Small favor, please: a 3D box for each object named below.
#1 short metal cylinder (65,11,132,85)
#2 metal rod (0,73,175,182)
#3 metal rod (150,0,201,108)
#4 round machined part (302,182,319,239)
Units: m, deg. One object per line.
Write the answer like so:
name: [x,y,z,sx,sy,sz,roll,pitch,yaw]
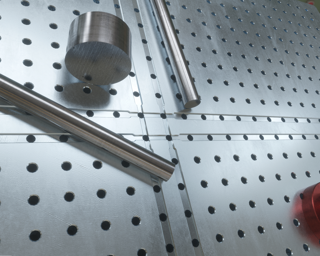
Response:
short metal cylinder: [-0.076,-0.099,0.393,0.081,0.080,0.050,11,57,-23]
metal rod: [-0.118,-0.015,0.354,0.301,0.025,0.025,28,52,-11]
metal rod: [0.011,-0.167,0.517,0.025,0.025,0.299,-1,62,-29]
round machined part: [0.269,0.127,0.468,0.099,0.042,0.098,14,56,-21]
